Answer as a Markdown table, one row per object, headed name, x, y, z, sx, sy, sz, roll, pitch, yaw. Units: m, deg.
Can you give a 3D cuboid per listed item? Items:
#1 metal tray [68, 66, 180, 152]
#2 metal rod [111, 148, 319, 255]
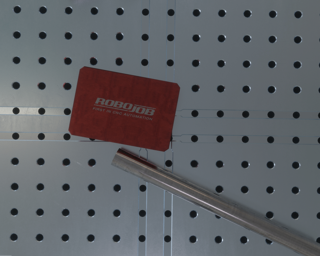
| name | x | y | z | sx | sy | sz | roll | pitch | yaw |
| --- | --- | --- | --- | --- | --- | --- | --- | --- | --- |
| metal tray | -0.046 | -0.024 | 0.411 | 0.131 | 0.030 | 0.089 | 10 | 90 | 0 |
| metal rod | 0.076 | 0.103 | 0.414 | 0.301 | 0.025 | 0.025 | 26 | 90 | 0 |
